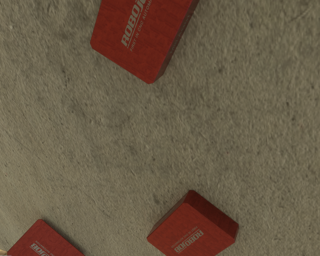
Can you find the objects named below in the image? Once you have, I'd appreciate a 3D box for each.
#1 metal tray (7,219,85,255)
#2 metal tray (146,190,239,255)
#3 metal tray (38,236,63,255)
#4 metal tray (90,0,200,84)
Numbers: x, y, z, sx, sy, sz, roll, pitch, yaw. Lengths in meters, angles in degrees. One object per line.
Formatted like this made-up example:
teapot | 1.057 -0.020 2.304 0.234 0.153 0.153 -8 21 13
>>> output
metal tray | -0.235 0.267 0.647 0.130 0.090 0.030 40 151 0
metal tray | 0.047 0.163 0.478 0.090 0.030 0.129 37 129 2
metal tray | -0.220 0.309 0.668 0.130 0.030 0.089 51 142 22
metal tray | -0.017 -0.124 0.335 0.090 0.030 0.129 33 129 6
